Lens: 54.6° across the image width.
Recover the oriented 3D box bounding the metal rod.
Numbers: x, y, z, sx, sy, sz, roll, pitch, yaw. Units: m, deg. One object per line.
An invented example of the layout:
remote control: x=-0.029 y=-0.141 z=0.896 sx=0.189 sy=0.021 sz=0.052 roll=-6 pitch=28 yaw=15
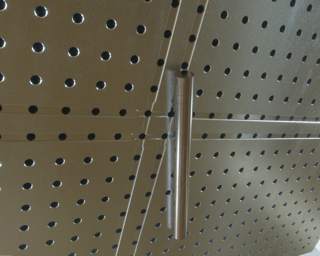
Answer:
metal rod: x=0.033 y=0.060 z=0.464 sx=0.025 sy=0.025 sz=0.298 roll=-14 pitch=125 yaw=-20
